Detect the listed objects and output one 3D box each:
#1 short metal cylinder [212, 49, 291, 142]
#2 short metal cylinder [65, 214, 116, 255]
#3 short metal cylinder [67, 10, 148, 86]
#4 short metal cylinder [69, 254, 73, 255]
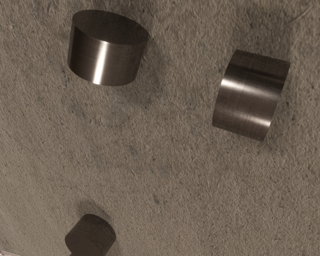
[{"bbox_3d":[0.089,-0.032,0.304,0.050,0.080,0.079,19,126,17],"label":"short metal cylinder"},{"bbox_3d":[-0.131,0.211,0.588,0.080,0.050,0.079,13,124,20],"label":"short metal cylinder"},{"bbox_3d":[-0.059,-0.090,0.345,0.080,0.080,0.050,28,128,10],"label":"short metal cylinder"},{"bbox_3d":[-0.166,0.303,0.663,0.080,0.050,0.079,13,124,20],"label":"short metal cylinder"}]
